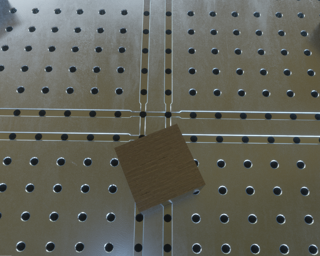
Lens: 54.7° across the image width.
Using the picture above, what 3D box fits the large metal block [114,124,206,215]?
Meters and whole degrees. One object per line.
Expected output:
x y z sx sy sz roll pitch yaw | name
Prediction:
-0.001 0.052 0.380 0.080 0.050 0.080 -21 72 -8 | large metal block
